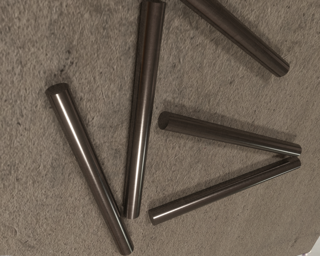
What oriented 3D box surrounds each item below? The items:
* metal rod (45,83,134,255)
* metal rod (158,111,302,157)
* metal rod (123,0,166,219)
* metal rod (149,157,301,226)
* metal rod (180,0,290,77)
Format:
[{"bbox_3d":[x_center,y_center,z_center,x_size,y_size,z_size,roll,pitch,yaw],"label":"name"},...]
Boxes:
[{"bbox_3d":[-0.081,0.077,0.411,0.025,0.025,0.298,-24,127,-14],"label":"metal rod"},{"bbox_3d":[0.128,0.016,0.488,0.302,0.025,0.025,12,112,-34],"label":"metal rod"},{"bbox_3d":[-0.024,-0.002,0.393,0.025,0.025,0.298,-7,122,-25],"label":"metal rod"},{"bbox_3d":[0.123,0.104,0.541,0.302,0.025,0.025,-16,125,-20],"label":"metal rod"},{"bbox_3d":[0.066,-0.132,0.362,0.302,0.025,0.025,23,106,-37],"label":"metal rod"}]
